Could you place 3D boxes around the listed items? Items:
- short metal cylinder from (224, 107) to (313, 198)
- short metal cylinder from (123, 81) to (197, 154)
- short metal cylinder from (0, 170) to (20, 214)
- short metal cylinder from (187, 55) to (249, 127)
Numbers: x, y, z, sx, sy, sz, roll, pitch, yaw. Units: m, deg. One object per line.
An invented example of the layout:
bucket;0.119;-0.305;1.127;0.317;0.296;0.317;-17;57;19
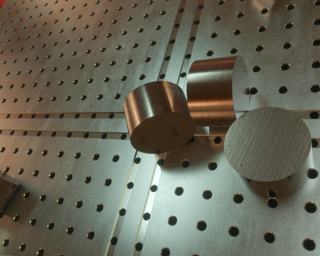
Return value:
short metal cylinder;0.112;0.025;0.318;0.080;0.050;0.080;-13;56;21
short metal cylinder;-0.001;-0.011;0.380;0.080;0.080;0.050;-26;53;12
short metal cylinder;-0.258;0.085;0.456;0.080;0.080;0.050;20;73;35
short metal cylinder;0.070;-0.041;0.361;0.050;0.080;0.080;-1;62;28
